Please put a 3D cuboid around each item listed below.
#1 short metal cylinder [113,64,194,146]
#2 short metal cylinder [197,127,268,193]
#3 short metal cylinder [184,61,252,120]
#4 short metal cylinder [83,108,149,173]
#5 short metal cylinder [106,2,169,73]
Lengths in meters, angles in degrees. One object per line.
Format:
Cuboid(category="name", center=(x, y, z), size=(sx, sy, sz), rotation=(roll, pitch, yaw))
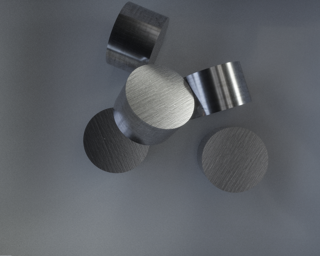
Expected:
Cuboid(category="short metal cylinder", center=(-0.008, -0.026, 0.357), size=(0.081, 0.050, 0.080), rotation=(10, 63, -20))
Cuboid(category="short metal cylinder", center=(0.091, 0.038, 0.399), size=(0.081, 0.050, 0.080), rotation=(0, 90, 0))
Cuboid(category="short metal cylinder", center=(0.067, -0.045, 0.384), size=(0.080, 0.080, 0.050), rotation=(-17, 90, 0))
Cuboid(category="short metal cylinder", center=(-0.052, 0.015, 0.398), size=(0.081, 0.050, 0.080), rotation=(0, 90, 0))
Cuboid(category="short metal cylinder", center=(-0.027, -0.107, 0.383), size=(0.050, 0.080, 0.080), rotation=(22, 90, 0))
